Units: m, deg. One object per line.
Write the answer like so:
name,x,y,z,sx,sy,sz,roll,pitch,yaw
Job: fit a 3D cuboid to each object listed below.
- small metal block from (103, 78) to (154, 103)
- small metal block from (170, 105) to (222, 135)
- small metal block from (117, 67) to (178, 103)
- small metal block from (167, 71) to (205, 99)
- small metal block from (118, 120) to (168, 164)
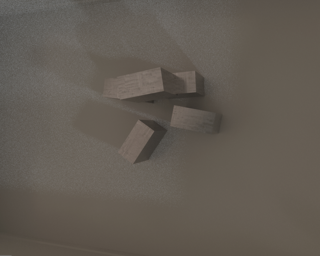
small metal block,-0.039,-0.049,0.410,0.050,0.050,0.025,8,93,19
small metal block,0.046,-0.010,0.381,0.050,0.050,0.025,12,94,19
small metal block,-0.013,-0.047,0.348,0.050,0.050,0.025,-9,87,19
small metal block,0.026,-0.052,0.388,0.050,0.050,0.025,-3,89,19
small metal block,-0.021,0.017,0.404,0.025,0.050,0.050,36,101,16
